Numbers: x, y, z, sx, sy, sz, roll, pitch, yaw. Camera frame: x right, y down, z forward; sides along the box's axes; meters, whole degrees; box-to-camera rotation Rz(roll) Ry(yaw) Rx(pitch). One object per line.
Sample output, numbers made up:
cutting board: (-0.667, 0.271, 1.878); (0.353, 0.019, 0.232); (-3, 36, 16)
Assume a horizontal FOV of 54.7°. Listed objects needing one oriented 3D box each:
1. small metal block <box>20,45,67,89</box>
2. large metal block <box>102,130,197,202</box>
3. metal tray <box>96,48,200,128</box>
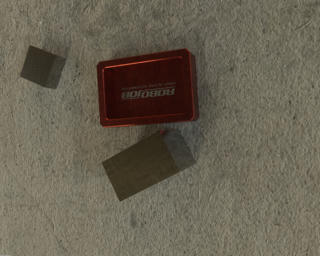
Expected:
small metal block: (-0.177, -0.092, 0.470); (0.050, 0.025, 0.050); (23, 98, 18)
large metal block: (-0.010, 0.043, 0.382); (0.080, 0.080, 0.050); (-29, 81, 17)
metal tray: (-0.017, -0.049, 0.411); (0.130, 0.030, 0.089); (-4, 89, 19)
